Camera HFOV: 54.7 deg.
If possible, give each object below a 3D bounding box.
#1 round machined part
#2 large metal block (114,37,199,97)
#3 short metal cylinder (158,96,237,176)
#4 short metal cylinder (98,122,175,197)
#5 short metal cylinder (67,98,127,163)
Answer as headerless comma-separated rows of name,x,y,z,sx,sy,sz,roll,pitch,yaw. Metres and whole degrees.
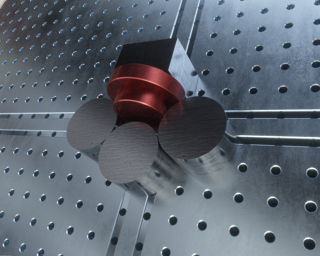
round machined part,-0.021,-0.034,0.391,0.098,0.098,0.042,2,62,29
large metal block,-0.003,-0.071,0.417,0.080,0.080,0.050,1,62,28
short metal cylinder,0.045,0.010,0.363,0.080,0.050,0.080,-13,56,21
short metal cylinder,-0.028,0.039,0.384,0.080,0.050,0.080,-13,56,21
short metal cylinder,-0.081,0.005,0.432,0.080,0.050,0.080,-13,56,21
